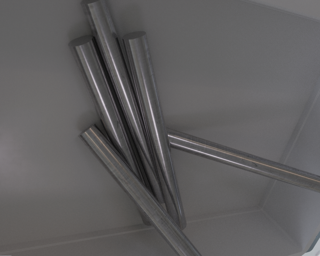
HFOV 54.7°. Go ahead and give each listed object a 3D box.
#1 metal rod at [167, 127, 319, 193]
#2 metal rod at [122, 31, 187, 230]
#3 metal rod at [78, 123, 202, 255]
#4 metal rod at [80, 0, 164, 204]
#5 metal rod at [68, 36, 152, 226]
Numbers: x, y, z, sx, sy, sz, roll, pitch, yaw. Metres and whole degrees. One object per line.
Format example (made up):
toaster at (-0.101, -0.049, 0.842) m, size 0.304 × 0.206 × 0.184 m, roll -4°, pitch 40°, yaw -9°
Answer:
metal rod at (0.141, 0.053, 0.446) m, size 0.302 × 0.025 × 0.025 m, roll 18°, pitch 111°, yaw -11°
metal rod at (0.001, 0.027, 0.397) m, size 0.025 × 0.025 × 0.298 m, roll -23°, pitch 124°, yaw -15°
metal rod at (0.001, 0.118, 0.400) m, size 0.025 × 0.025 × 0.300 m, roll -38°, pitch 104°, yaw -3°
metal rod at (-0.030, -0.008, 0.386) m, size 0.025 × 0.025 × 0.299 m, roll -26°, pitch 128°, yaw -12°
metal rod at (-0.048, 0.028, 0.399) m, size 0.025 × 0.025 × 0.298 m, roll -25°, pitch 128°, yaw -13°
